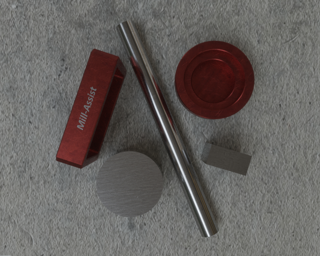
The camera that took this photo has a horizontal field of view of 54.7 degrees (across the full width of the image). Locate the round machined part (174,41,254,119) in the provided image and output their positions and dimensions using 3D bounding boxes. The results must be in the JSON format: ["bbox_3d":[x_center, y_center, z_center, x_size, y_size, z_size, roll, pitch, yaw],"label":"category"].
[{"bbox_3d":[0.068,-0.060,0.403,0.099,0.042,0.097,0,90,-1],"label":"round machined part"}]

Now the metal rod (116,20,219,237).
[{"bbox_3d":[0.010,0.001,0.412,0.025,0.025,0.299,-22,90,0],"label":"metal rod"}]

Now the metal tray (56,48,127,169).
[{"bbox_3d":[-0.079,-0.021,0.378,0.030,0.090,0.129,19,90,0],"label":"metal tray"}]

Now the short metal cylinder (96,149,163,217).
[{"bbox_3d":[-0.037,0.068,0.398,0.081,0.050,0.079,0,90,-1],"label":"short metal cylinder"}]

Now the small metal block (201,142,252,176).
[{"bbox_3d":[0.083,0.038,0.397,0.050,0.050,0.025,17,90,-1],"label":"small metal block"}]
